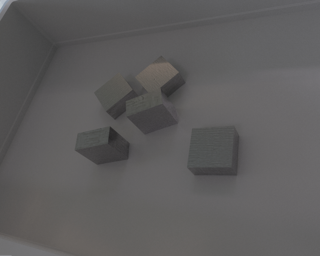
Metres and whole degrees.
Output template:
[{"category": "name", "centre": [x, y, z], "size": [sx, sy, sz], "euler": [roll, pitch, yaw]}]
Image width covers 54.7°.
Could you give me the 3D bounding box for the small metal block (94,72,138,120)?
[{"category": "small metal block", "centre": [-0.065, -0.049, 0.470], "size": [0.050, 0.025, 0.050], "euler": [-39, 51, 2]}]

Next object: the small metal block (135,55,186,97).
[{"category": "small metal block", "centre": [0.000, -0.070, 0.449], "size": [0.050, 0.025, 0.050], "euler": [-40, 51, 1]}]

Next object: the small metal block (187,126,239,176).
[{"category": "small metal block", "centre": [0.062, 0.027, 0.357], "size": [0.050, 0.025, 0.050], "euler": [-4, 60, 26]}]

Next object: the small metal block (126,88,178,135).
[{"category": "small metal block", "centre": [-0.010, -0.020, 0.408], "size": [0.050, 0.050, 0.025], "euler": [-19, 55, 17]}]

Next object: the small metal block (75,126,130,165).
[{"category": "small metal block", "centre": [-0.076, 0.025, 0.415], "size": [0.050, 0.050, 0.025], "euler": [-12, 57, 22]}]
